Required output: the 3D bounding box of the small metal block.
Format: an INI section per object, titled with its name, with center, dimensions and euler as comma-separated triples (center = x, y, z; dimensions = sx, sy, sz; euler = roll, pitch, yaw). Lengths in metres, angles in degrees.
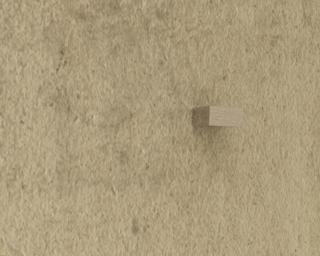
[small metal block]
center = 0.078, -0.015, 0.424
dimensions = 0.050, 0.050, 0.025
euler = 3, 89, -20
